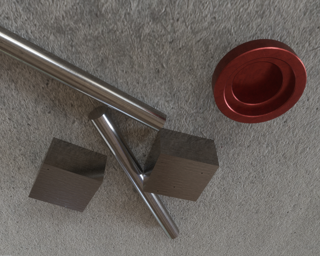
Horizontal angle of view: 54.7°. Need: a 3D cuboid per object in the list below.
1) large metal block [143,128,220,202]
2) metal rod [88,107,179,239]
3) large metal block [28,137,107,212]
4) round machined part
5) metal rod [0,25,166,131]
[{"bbox_3d":[0.026,0.053,0.437,0.081,0.050,0.079,14,129,-12],"label":"large metal block"},{"bbox_3d":[-0.028,0.088,0.481,0.025,0.025,0.299,-16,129,13],"label":"metal rod"},{"bbox_3d":[-0.132,0.070,0.448,0.080,0.050,0.080,22,126,-19],"label":"large metal block"},{"bbox_3d":[0.108,-0.055,0.351,0.099,0.042,0.097,-1,130,0],"label":"round machined part"},{"bbox_3d":[-0.123,-0.071,0.344,0.301,0.025,0.025,27,125,-22],"label":"metal rod"}]
